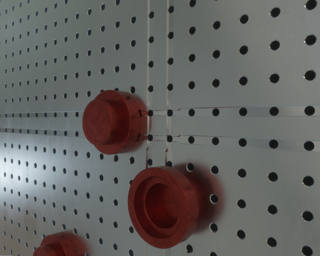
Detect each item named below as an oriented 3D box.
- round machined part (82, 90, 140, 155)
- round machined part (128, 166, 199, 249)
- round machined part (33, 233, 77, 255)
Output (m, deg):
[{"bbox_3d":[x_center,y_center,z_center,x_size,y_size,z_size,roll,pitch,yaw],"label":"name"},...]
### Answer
[{"bbox_3d":[-0.079,-0.008,0.465,0.098,0.042,0.097,0,90,40],"label":"round machined part"},{"bbox_3d":[0.008,0.097,0.393,0.098,0.042,0.097,0,90,40],"label":"round machined part"},{"bbox_3d":[-0.194,0.244,0.561,0.098,0.042,0.097,0,90,40],"label":"round machined part"}]
